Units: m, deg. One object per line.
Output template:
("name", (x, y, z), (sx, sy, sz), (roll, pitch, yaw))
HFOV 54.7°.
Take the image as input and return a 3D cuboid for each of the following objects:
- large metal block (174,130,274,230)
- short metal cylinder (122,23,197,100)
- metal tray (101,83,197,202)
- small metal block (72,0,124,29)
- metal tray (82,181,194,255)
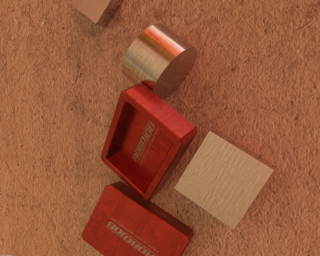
("large metal block", (0.077, 0.057, 0.369), (0.080, 0.050, 0.080), (33, 101, 17))
("short metal cylinder", (0.000, -0.079, 0.380), (0.050, 0.080, 0.080), (41, 103, 15))
("metal tray", (-0.020, 0.022, 0.378), (0.090, 0.030, 0.129), (40, 135, 15))
("small metal block", (-0.088, -0.179, 0.440), (0.050, 0.025, 0.050), (40, 102, 15))
("metal tray", (-0.032, 0.144, 0.418), (0.130, 0.030, 0.090), (30, 100, 17))
